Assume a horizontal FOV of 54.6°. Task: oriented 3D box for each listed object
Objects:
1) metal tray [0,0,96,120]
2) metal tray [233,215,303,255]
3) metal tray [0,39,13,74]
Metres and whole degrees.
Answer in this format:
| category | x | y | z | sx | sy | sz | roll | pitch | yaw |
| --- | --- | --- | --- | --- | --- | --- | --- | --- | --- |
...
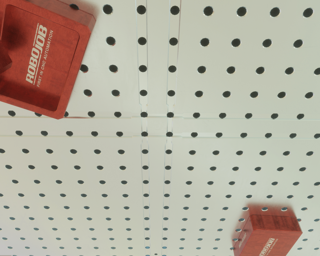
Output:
| category | x | y | z | sx | sy | sz | roll | pitch | yaw |
| --- | --- | --- | --- | --- | --- | --- | --- | --- | --- |
| metal tray | -0.134 | -0.077 | 0.341 | 0.090 | 0.030 | 0.129 | 19 | 128 | -16 |
| metal tray | 0.203 | 0.219 | 0.596 | 0.091 | 0.030 | 0.129 | 4 | 130 | -4 |
| metal tray | -0.227 | -0.086 | 0.308 | 0.130 | 0.030 | 0.090 | -7 | 121 | 19 |
